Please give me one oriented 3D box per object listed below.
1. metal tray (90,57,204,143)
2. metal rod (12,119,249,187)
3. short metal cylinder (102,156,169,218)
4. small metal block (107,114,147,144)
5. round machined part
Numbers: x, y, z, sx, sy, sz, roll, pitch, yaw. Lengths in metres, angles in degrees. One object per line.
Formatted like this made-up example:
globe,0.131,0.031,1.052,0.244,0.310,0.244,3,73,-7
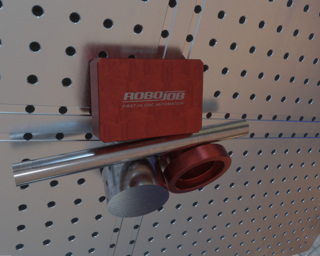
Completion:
metal tray,-0.012,-0.035,0.363,0.131,0.030,0.089,-5,102,-27
metal rod,-0.016,0.024,0.385,0.303,0.025,0.025,-11,123,-23
short metal cylinder,-0.033,0.076,0.410,0.081,0.050,0.080,-11,140,-9
small metal block,-0.035,0.015,0.414,0.050,0.025,0.050,19,108,-36
round machined part,0.049,0.051,0.445,0.099,0.042,0.098,-18,148,-12
